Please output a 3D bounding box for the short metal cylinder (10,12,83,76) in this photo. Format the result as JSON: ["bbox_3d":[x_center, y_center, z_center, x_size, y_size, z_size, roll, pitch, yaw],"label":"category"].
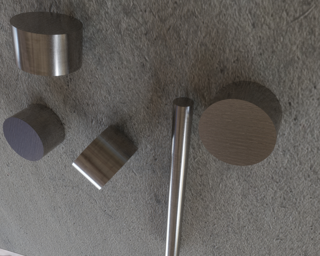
[{"bbox_3d":[-0.136,-0.104,0.378,0.080,0.080,0.050,22,126,15],"label":"short metal cylinder"}]

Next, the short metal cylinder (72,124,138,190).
[{"bbox_3d":[-0.076,0.041,0.437,0.050,0.080,0.080,44,129,-2],"label":"short metal cylinder"}]

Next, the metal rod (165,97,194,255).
[{"bbox_3d":[0.024,0.094,0.452,0.025,0.025,0.298,15,125,20],"label":"metal rod"}]

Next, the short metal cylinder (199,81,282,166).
[{"bbox_3d":[0.089,-0.005,0.341,0.080,0.050,0.079,13,124,21],"label":"short metal cylinder"}]

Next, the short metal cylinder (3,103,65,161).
[{"bbox_3d":[-0.203,0.007,0.502,0.080,0.050,0.079,13,124,21],"label":"short metal cylinder"}]
